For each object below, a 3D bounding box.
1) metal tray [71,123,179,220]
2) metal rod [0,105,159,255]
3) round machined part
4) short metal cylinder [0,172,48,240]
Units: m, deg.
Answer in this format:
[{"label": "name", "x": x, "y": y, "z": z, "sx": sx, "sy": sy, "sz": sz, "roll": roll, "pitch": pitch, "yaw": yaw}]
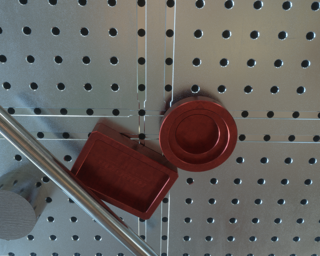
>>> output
[{"label": "metal tray", "x": -0.051, "y": 0.063, "z": 0.433, "sx": 0.131, "sy": 0.030, "sz": 0.090, "roll": 29, "pitch": 107, "yaw": -11}, {"label": "metal rod", "x": -0.107, "y": 0.087, "z": 0.411, "sx": 0.025, "sy": 0.025, "sz": 0.300, "roll": -38, "pitch": 107, "yaw": 12}, {"label": "round machined part", "x": 0.048, "y": 0.005, "z": 0.407, "sx": 0.099, "sy": 0.042, "sz": 0.097, "roll": 0, "pitch": 110, "yaw": -1}, {"label": "short metal cylinder", "x": -0.207, "y": 0.109, "z": 0.437, "sx": 0.081, "sy": 0.050, "sz": 0.079, "roll": 0, "pitch": 110, "yaw": -1}]
